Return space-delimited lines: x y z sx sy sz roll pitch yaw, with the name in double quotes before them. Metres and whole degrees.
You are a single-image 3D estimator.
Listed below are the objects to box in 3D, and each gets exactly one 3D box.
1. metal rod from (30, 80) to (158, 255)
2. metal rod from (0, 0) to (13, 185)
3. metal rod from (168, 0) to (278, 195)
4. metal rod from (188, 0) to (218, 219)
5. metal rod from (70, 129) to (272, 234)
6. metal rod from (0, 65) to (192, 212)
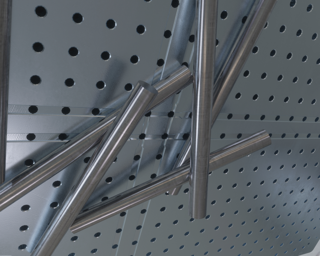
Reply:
"metal rod" -0.092 0.072 0.382 0.025 0.025 0.299 20 115 -36
"metal rod" -0.150 -0.073 0.283 0.025 0.025 0.298 1 118 -29
"metal rod" 0.075 -0.033 0.430 0.025 0.025 0.298 12 112 -33
"metal rod" 0.052 -0.022 0.385 0.025 0.025 0.298 -8 110 -24
"metal rod" 0.016 0.074 0.437 0.301 0.025 0.025 -24 128 -4
"metal rod" -0.088 0.016 0.372 0.301 0.025 0.025 -34 129 -6
